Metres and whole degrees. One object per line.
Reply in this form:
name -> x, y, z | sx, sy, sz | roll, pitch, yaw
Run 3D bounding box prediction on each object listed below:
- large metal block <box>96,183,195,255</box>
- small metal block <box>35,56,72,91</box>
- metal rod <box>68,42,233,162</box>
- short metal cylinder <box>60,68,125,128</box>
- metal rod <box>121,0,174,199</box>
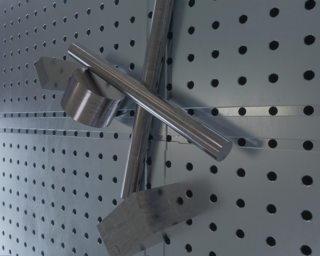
large metal block -> -0.017, 0.117, 0.388 | 0.080, 0.081, 0.050 | -46, 63, 30
small metal block -> -0.185, -0.094, 0.545 | 0.025, 0.050, 0.050 | -34, 69, 35
metal rod -> -0.033, -0.049, 0.402 | 0.300, 0.025, 0.025 | 36, 112, 34
short metal cylinder -> -0.097, -0.045, 0.454 | 0.080, 0.081, 0.050 | 47, 118, 30
metal rod -> -0.017, -0.045, 0.423 | 0.025, 0.025, 0.298 | 18, 101, 38
